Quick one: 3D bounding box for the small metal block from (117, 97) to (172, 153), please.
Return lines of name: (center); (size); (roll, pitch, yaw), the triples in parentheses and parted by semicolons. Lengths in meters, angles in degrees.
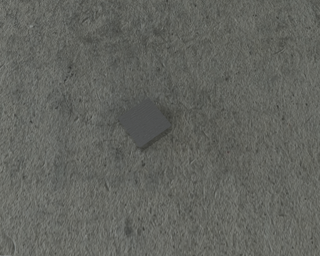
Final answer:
small metal block: (-0.020, -0.004, 0.411); (0.050, 0.025, 0.050); (-35, 74, -12)
